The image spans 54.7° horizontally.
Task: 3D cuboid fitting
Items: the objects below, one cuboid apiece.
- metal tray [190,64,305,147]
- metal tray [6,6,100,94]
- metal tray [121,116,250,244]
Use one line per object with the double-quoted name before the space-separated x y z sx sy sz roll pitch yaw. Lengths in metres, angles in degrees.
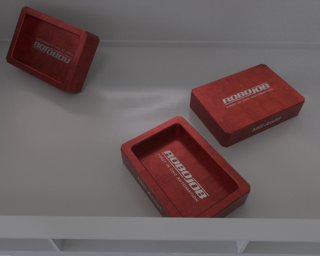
"metal tray" 0.119 -0.036 0.432 0.131 0.030 0.090 -22 53 -18
"metal tray" -0.162 -0.117 0.462 0.130 0.089 0.030 27 10 20
"metal tray" 0.025 0.052 0.357 0.091 0.030 0.130 -28 55 -22
